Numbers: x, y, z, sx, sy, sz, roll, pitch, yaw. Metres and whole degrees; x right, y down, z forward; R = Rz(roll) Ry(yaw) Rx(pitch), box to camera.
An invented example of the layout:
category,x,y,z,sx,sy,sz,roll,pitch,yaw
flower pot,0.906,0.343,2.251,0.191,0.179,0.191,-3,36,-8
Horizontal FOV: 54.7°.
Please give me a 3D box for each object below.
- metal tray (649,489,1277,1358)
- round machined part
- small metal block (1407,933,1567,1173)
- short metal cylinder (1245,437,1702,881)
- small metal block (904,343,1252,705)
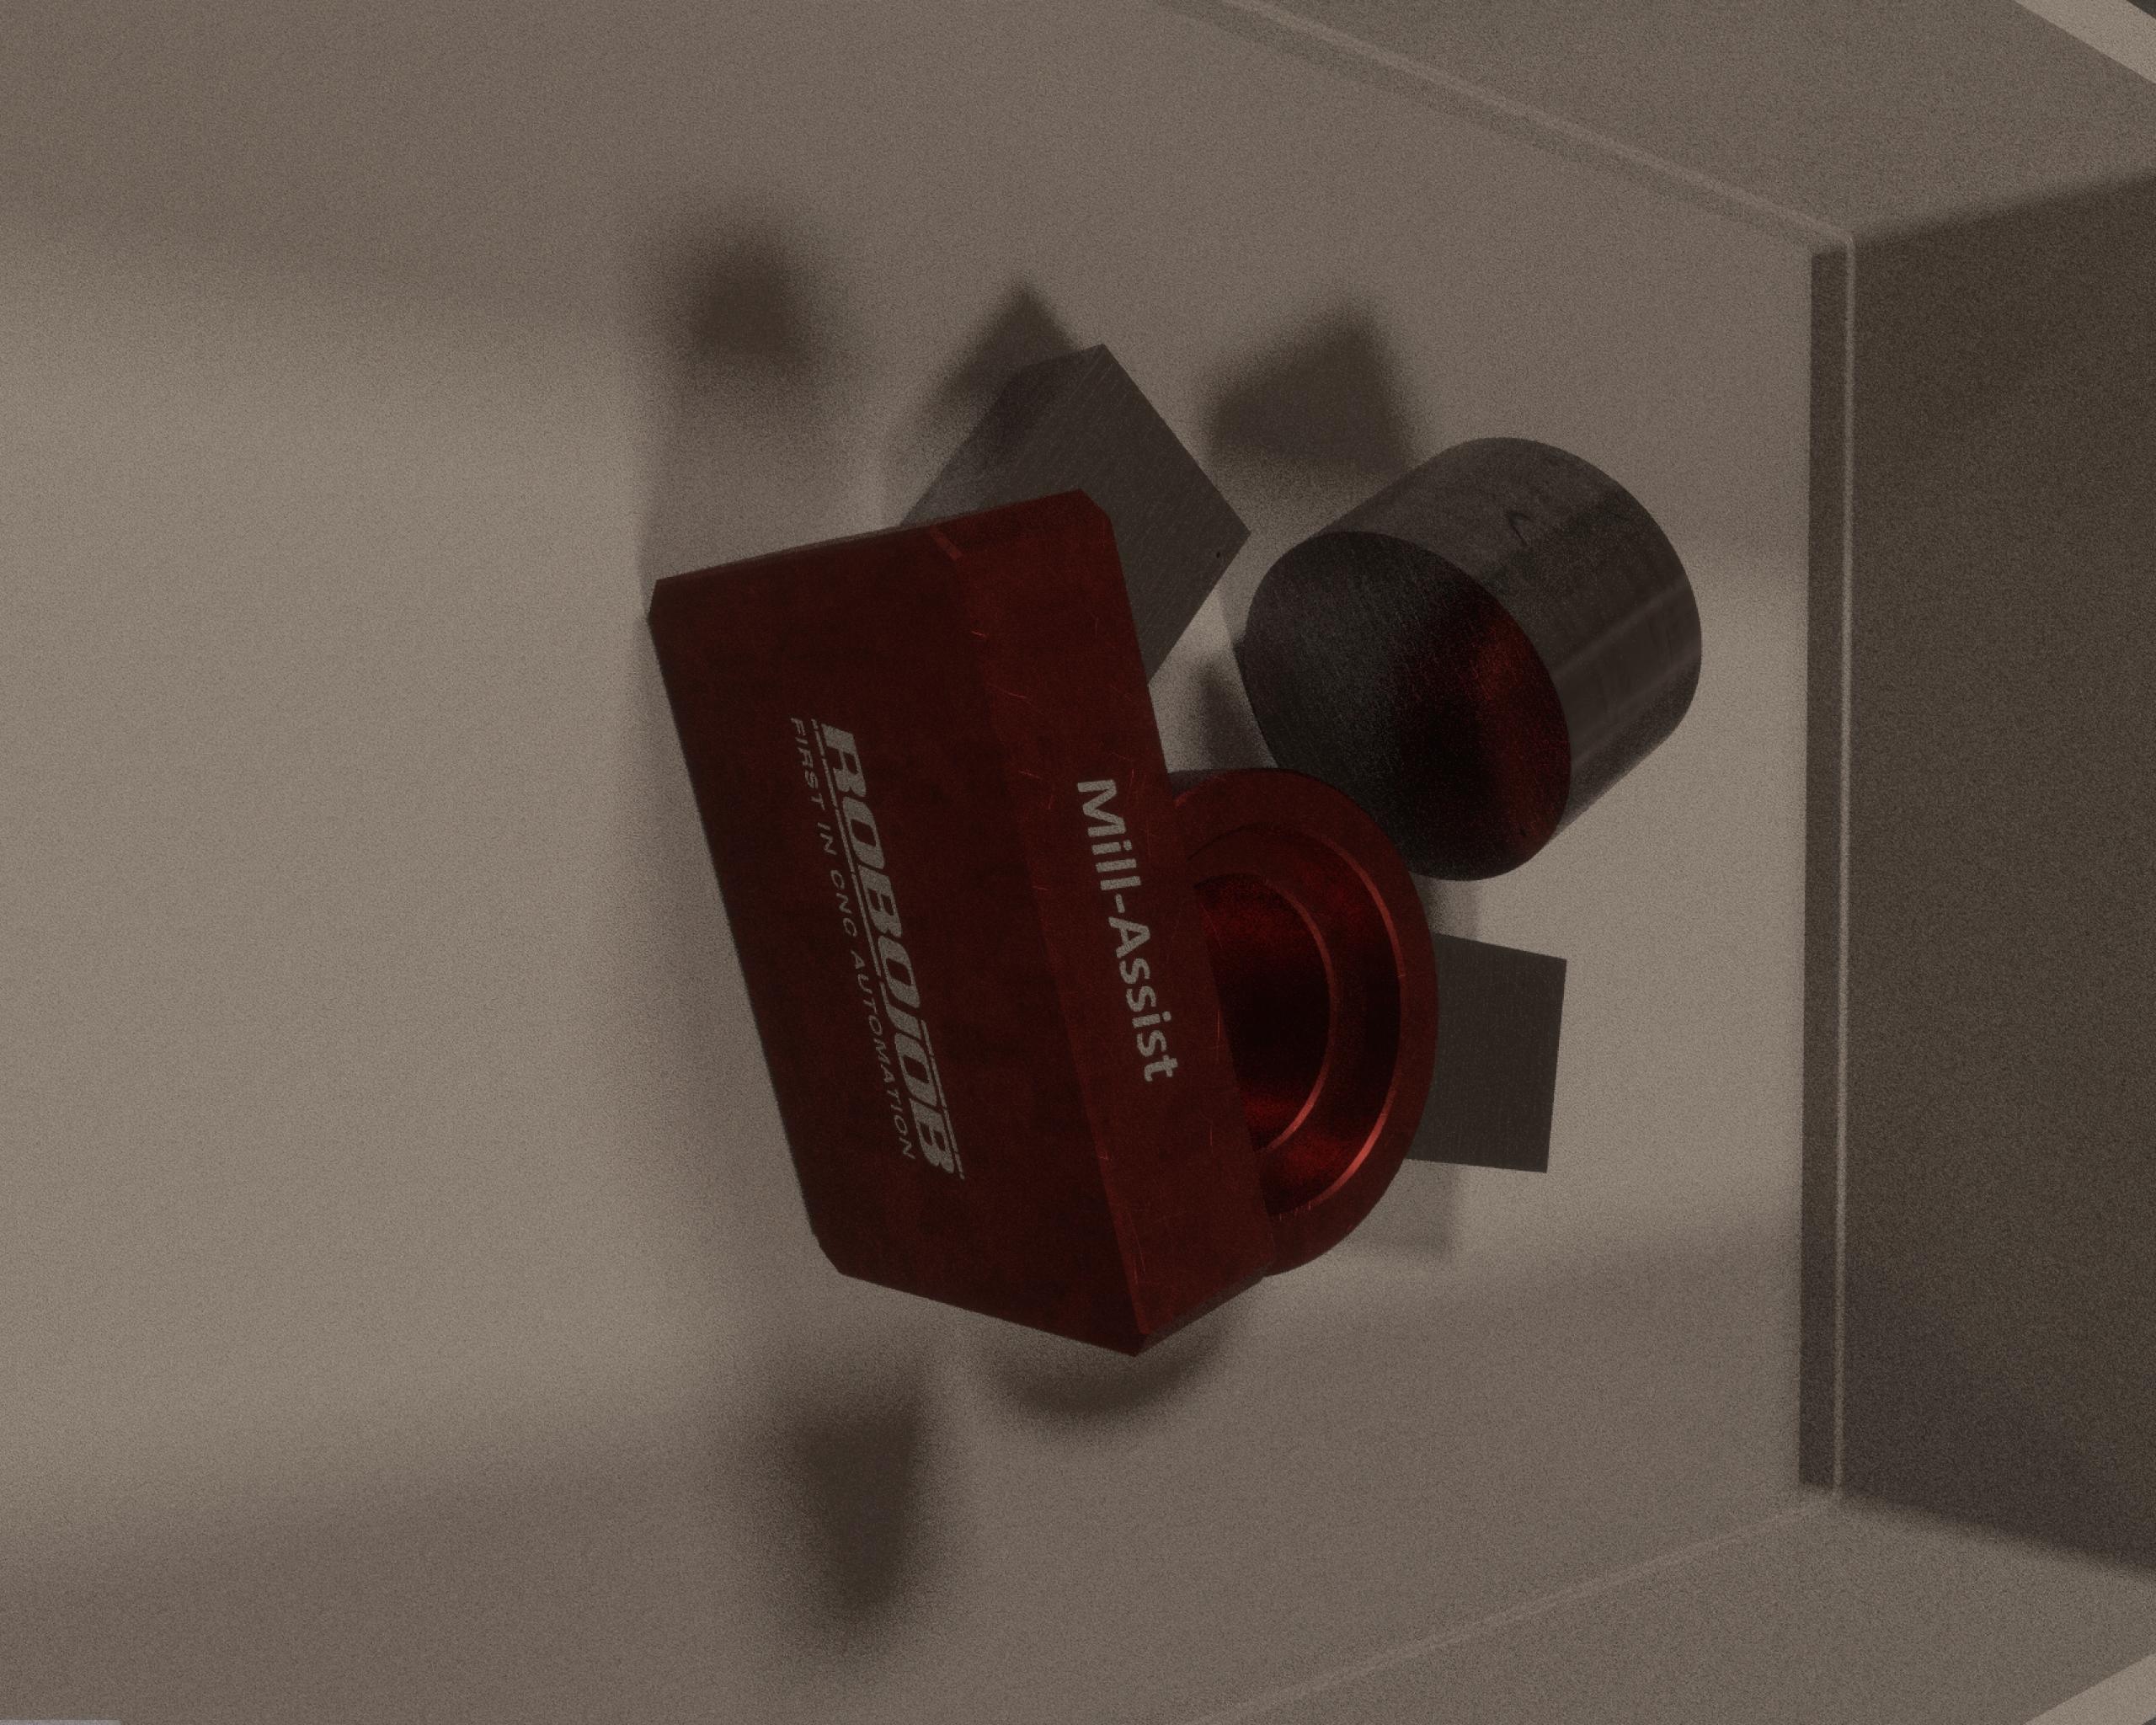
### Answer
category,x,y,z,sx,sy,sz,roll,pitch,yaw
metal tray,-0.021,0.010,0.346,0.030,0.090,0.129,-22,104,-38
round machined part,0.023,0.030,0.413,0.099,0.042,0.097,0,90,-40
small metal block,0.084,0.043,0.477,0.050,0.025,0.050,12,82,-38
short metal cylinder,0.083,-0.043,0.440,0.050,0.080,0.080,-36,113,-34
small metal block,-0.001,-0.063,0.406,0.050,0.025,0.050,47,62,-28
